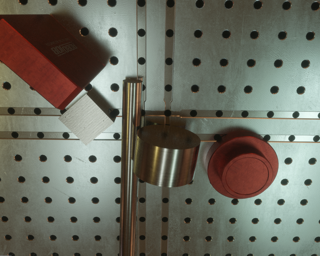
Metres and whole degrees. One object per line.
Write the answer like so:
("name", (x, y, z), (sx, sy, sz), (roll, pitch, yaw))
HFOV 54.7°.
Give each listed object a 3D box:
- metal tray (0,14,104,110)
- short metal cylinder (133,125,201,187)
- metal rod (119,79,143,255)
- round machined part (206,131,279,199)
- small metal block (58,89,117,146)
("metal tray", (-0.112, -0.076, 0.328), (0.030, 0.130, 0.090), (-43, 105, 14))
("short metal cylinder", (0.008, 0.033, 0.397), (0.081, 0.080, 0.050), (7, 110, -3))
("metal rod", (-0.044, 0.080, 0.442), (0.025, 0.025, 0.298), (3, 110, -2))
("round machined part", (0.115, 0.057, 0.427), (0.099, 0.042, 0.097), (0, 110, -1))
("small metal block", (-0.094, -0.014, 0.407), (0.050, 0.025, 0.050), (-38, 106, 12))
